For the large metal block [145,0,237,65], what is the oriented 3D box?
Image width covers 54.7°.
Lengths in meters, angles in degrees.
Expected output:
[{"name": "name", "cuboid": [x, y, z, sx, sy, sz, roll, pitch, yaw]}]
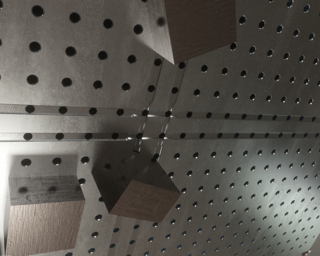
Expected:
[{"name": "large metal block", "cuboid": [0.034, -0.126, 0.337, 0.081, 0.050, 0.080, -23, 127, -15]}]

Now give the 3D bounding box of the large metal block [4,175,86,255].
[{"name": "large metal block", "cuboid": [-0.145, 0.107, 0.383, 0.081, 0.050, 0.079, 3, 117, -30]}]

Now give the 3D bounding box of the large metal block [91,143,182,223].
[{"name": "large metal block", "cuboid": [-0.032, 0.072, 0.404, 0.080, 0.080, 0.050, 24, 105, -37]}]
